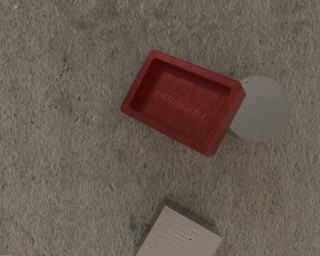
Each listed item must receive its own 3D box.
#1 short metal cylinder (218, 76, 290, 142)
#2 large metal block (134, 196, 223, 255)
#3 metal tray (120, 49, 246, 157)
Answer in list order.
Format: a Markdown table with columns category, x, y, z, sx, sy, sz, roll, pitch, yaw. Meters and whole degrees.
| category | x | y | z | sx | sy | sz | roll | pitch | yaw |
| --- | --- | --- | --- | --- | --- | --- | --- | --- | --- |
| short metal cylinder | 0.117 | -0.023 | 0.399 | 0.081 | 0.050 | 0.080 | 0 | 90 | 0 |
| large metal block | 0.021 | 0.147 | 0.398 | 0.080 | 0.050 | 0.080 | 30 | 90 | 0 |
| metal tray | 0.025 | -0.033 | 0.379 | 0.130 | 0.030 | 0.090 | 28 | 90 | 27 |
